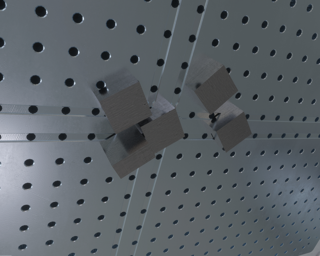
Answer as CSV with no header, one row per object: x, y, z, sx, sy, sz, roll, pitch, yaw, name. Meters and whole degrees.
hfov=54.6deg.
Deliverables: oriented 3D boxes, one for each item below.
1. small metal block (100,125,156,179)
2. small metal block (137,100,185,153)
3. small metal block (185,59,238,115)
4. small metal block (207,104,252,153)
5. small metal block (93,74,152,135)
-0.041,0.028,0.389,0.050,0.050,0.025,-32,129,-8,small metal block
0.000,-0.001,0.410,0.050,0.025,0.050,-29,128,-10,small metal block
0.069,-0.054,0.415,0.050,0.025,0.050,-42,129,0,small metal block
0.105,0.001,0.469,0.050,0.025,0.050,-36,129,-5,small metal block
-0.043,-0.028,0.369,0.050,0.025,0.050,-29,128,-10,small metal block
